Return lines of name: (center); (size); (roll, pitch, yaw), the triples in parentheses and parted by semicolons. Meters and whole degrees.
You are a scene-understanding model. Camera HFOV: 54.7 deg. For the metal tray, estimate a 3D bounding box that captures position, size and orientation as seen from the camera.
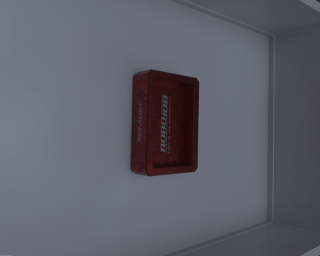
metal tray: (0.010, -0.005, 0.409); (0.091, 0.030, 0.129); (2, 88, -41)
